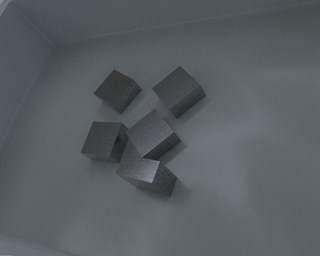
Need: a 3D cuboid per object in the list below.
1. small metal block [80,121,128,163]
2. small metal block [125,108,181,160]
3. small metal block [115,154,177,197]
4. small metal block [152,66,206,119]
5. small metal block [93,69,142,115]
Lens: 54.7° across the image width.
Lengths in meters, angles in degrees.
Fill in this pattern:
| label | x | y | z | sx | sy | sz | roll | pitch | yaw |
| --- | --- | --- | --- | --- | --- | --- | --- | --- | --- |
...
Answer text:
| label | x | y | z | sx | sy | sz | roll | pitch | yaw |
| --- | --- | --- | --- | --- | --- | --- | --- | --- | --- |
| small metal block | -0.075 | 0.019 | 0.432 | 0.050 | 0.025 | 0.050 | 3 | 63 | 29 |
| small metal block | -0.009 | 0.011 | 0.403 | 0.050 | 0.025 | 0.050 | -39 | 51 | 1 |
| small metal block | -0.015 | 0.056 | 0.362 | 0.050 | 0.050 | 0.025 | 8 | 66 | 31 |
| small metal block | 0.025 | -0.049 | 0.422 | 0.050 | 0.025 | 0.050 | -39 | 51 | 1 |
| small metal block | -0.065 | -0.056 | 0.472 | 0.050 | 0.025 | 0.050 | 32 | 79 | 37 |
